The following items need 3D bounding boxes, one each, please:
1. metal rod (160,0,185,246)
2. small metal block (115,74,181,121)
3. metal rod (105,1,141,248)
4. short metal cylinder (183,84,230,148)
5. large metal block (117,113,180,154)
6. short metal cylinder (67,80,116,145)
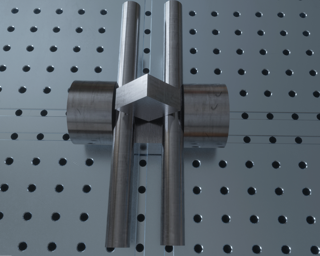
[{"bbox_3d":[0.015,-0.022,0.363,0.025,0.025,0.299,1,70,0],"label":"metal rod"},{"bbox_3d":[-0.013,-0.031,0.339,0.050,0.050,0.025,-17,64,41],"label":"small metal block"},{"bbox_3d":[-0.040,-0.020,0.362,0.025,0.025,0.299,1,70,0],"label":"metal rod"},{"bbox_3d":[0.053,-0.015,0.384,0.050,0.080,0.080,0,70,1],"label":"short metal cylinder"},{"bbox_3d":[-0.013,-0.012,0.398,0.081,0.050,0.080,1,70,0],"label":"large metal block"},{"bbox_3d":[-0.079,-0.019,0.385,0.050,0.080,0.080,1,70,0],"label":"short metal cylinder"}]
